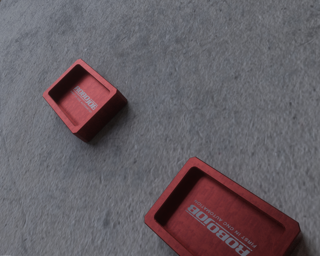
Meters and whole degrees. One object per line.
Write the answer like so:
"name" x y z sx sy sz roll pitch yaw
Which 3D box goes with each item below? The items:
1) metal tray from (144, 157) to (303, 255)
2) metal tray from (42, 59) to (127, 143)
"metal tray" 0.058 0.098 0.309 0.130 0.030 0.090 32 79 37
"metal tray" -0.122 -0.048 0.491 0.090 0.030 0.130 -46 52 -4
